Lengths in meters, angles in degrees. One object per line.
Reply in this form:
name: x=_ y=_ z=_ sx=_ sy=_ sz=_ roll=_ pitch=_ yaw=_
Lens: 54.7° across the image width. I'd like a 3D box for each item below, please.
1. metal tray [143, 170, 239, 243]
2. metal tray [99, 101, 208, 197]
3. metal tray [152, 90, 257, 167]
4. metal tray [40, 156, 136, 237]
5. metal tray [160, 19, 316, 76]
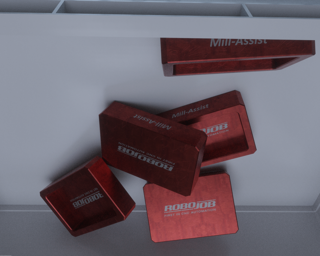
metal tray: x=0.046 y=0.119 z=0.474 sx=0.131 sy=0.030 sz=0.089 roll=-9 pitch=88 yaw=7
metal tray: x=-0.012 y=0.027 z=0.394 sx=0.130 sy=0.030 sz=0.089 roll=19 pitch=132 yaw=16
metal tray: x=0.054 y=0.010 z=0.415 sx=0.130 sy=0.030 sz=0.090 roll=-17 pitch=129 yaw=13
metal tray: x=-0.109 y=0.104 z=0.452 sx=0.130 sy=0.030 sz=0.090 roll=-29 pitch=99 yaw=36
metal tray: x=0.067 y=-0.075 z=0.304 sx=0.131 sy=0.090 sz=0.030 roll=-3 pitch=92 yaw=2
